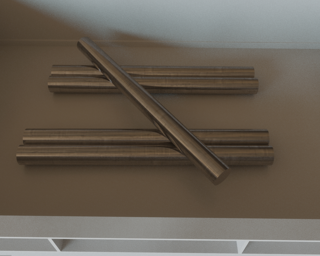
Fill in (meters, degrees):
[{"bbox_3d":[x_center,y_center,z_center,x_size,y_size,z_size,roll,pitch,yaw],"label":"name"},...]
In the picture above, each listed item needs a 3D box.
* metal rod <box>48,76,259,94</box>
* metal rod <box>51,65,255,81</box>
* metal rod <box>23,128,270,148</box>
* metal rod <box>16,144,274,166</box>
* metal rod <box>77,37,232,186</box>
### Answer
[{"bbox_3d":[-0.010,-0.063,0.456,0.302,0.025,0.025,1,50,0],"label":"metal rod"},{"bbox_3d":[-0.010,-0.082,0.472,0.302,0.025,0.025,1,50,0],"label":"metal rod"},{"bbox_3d":[-0.017,0.013,0.391,0.302,0.025,0.025,0,50,0],"label":"metal rod"},{"bbox_3d":[-0.017,0.033,0.375,0.302,0.025,0.025,0,50,0],"label":"metal rod"},{"bbox_3d":[-0.025,-0.039,0.404,0.025,0.025,0.300,-31,57,-23],"label":"metal rod"}]
